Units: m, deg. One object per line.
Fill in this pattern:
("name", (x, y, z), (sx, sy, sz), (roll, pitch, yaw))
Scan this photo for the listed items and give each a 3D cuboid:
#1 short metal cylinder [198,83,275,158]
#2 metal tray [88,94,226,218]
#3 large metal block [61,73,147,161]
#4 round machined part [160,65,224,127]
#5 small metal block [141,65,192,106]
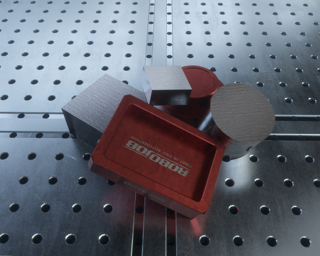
("short metal cylinder", (0.093, -0.009, 0.384), (0.081, 0.050, 0.080), (5, 64, -10))
("metal tray", (0.000, 0.030, 0.341), (0.131, 0.030, 0.090), (27, 59, -6))
("large metal block", (-0.065, -0.016, 0.404), (0.080, 0.050, 0.080), (29, 56, 22))
("round machined part", (0.047, -0.052, 0.440), (0.099, 0.042, 0.098), (0, 50, 0))
("small metal block", (0.007, -0.055, 0.393), (0.050, 0.025, 0.050), (-3, 46, -17))
